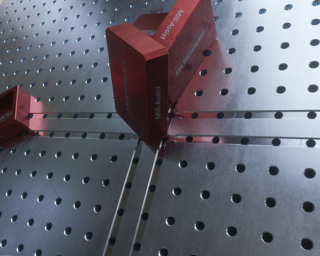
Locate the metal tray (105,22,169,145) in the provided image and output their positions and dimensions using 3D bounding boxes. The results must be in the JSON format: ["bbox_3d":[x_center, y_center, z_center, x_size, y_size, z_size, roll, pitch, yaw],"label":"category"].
[{"bbox_3d":[-0.028,-0.053,0.388,0.030,0.129,0.090,-24,47,-25],"label":"metal tray"}]

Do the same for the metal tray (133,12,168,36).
[{"bbox_3d":[-0.012,-0.132,0.470,0.130,0.030,0.090,23,73,51],"label":"metal tray"}]

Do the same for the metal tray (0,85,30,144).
[{"bbox_3d":[-0.303,-0.013,0.568,0.130,0.030,0.090,-24,53,12],"label":"metal tray"}]

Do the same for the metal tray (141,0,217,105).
[{"bbox_3d":[0.028,-0.107,0.414,0.030,0.090,0.130,25,75,26],"label":"metal tray"}]
